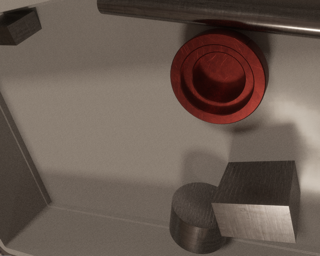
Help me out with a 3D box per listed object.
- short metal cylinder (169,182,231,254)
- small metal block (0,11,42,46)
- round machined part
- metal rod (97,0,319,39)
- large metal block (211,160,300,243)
[{"bbox_3d":[0.054,0.119,0.417,0.080,0.080,0.050,16,125,18],"label":"short metal cylinder"},{"bbox_3d":[-0.196,-0.132,0.409,0.050,0.050,0.025,7,133,24],"label":"small metal block"},{"bbox_3d":[0.064,-0.056,0.328,0.098,0.042,0.097,13,124,20],"label":"round machined part"},{"bbox_3d":[0.073,-0.109,0.301,0.301,0.025,0.025,14,124,20],"label":"metal rod"},{"bbox_3d":[0.115,0.082,0.363,0.080,0.080,0.050,-5,116,30],"label":"large metal block"}]
